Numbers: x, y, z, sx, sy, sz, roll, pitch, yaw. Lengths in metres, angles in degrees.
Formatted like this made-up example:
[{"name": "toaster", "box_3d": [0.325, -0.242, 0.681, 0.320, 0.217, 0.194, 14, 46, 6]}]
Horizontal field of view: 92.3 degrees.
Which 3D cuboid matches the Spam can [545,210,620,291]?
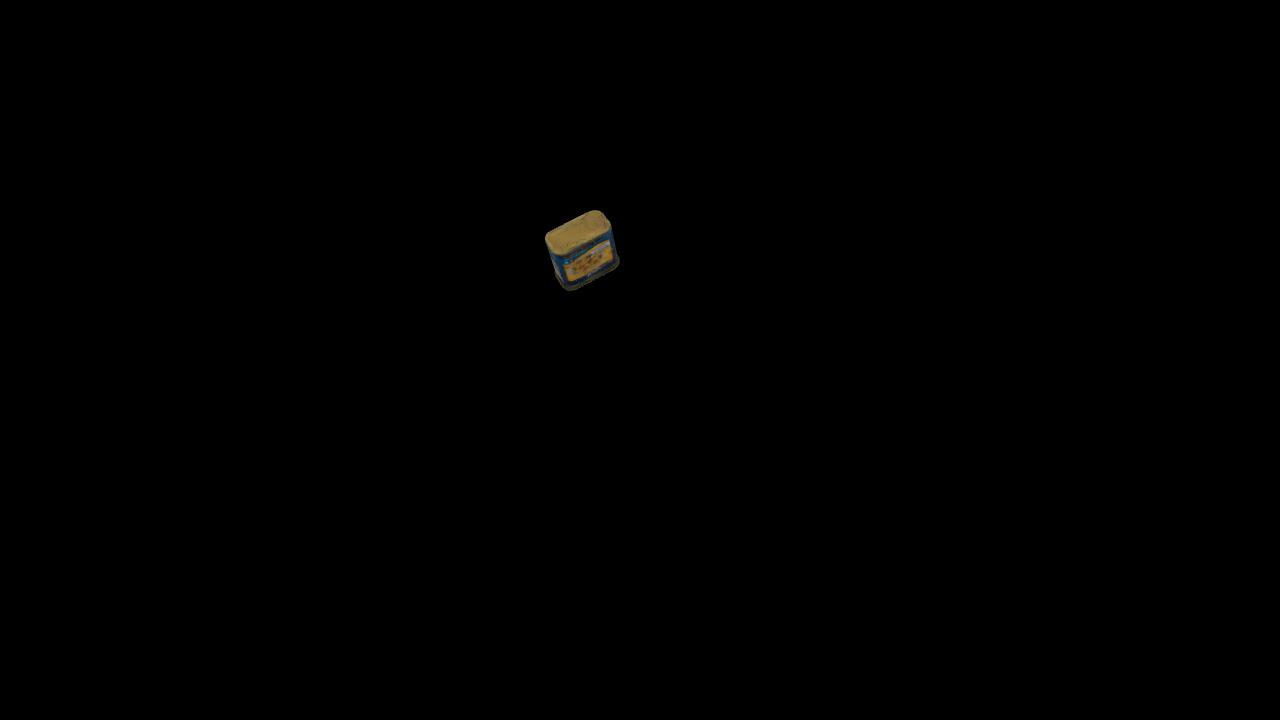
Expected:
[{"name": "Spam can", "box_3d": [-0.086, -0.165, 0.925, 0.101, 0.058, 0.085, -30, -28, -10]}]
